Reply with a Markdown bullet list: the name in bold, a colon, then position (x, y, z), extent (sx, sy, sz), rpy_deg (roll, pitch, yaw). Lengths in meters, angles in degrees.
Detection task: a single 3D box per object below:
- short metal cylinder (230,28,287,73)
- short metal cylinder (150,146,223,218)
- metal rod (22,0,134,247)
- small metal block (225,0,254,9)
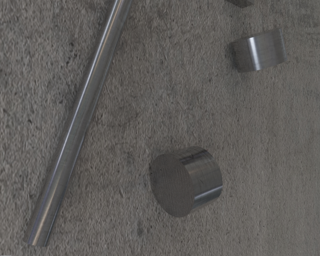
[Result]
- **short metal cylinder**: position (0.160, -0.126, 0.503), extent (0.081, 0.080, 0.050), rpy_deg (-28, 108, -36)
- **short metal cylinder**: position (0.032, 0.067, 0.396), extent (0.050, 0.080, 0.079), rpy_deg (-12, 98, -39)
- **metal rod**: position (-0.081, -0.028, 0.336), extent (0.025, 0.025, 0.299), rpy_deg (26, 73, -37)
- **small metal block**: position (0.133, -0.235, 0.515), extent (0.050, 0.025, 0.050), rpy_deg (4, 87, -40)
